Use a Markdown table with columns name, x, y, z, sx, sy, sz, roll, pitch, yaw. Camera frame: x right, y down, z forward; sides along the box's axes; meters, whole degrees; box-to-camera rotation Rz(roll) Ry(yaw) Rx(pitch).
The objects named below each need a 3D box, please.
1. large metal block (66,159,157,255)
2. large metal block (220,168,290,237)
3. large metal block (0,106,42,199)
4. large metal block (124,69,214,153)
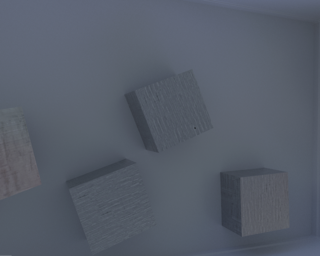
| name | x | y | z | sx | sy | sz | roll | pitch | yaw |
| --- | --- | --- | --- | --- | --- | --- | --- | --- | --- |
| large metal block | -0.060 | 0.091 | 0.376 | 0.081 | 0.050 | 0.080 | -20 | 97 | -19 |
| large metal block | 0.137 | 0.104 | 0.450 | 0.081 | 0.050 | 0.079 | -2 | 91 | -20 |
| large metal block | -0.173 | 0.027 | 0.310 | 0.050 | 0.080 | 0.080 | -19 | 98 | -52 |
| large metal block | 0.011 | -0.022 | 0.402 | 0.081 | 0.050 | 0.080 | -23 | 98 | -19 |
